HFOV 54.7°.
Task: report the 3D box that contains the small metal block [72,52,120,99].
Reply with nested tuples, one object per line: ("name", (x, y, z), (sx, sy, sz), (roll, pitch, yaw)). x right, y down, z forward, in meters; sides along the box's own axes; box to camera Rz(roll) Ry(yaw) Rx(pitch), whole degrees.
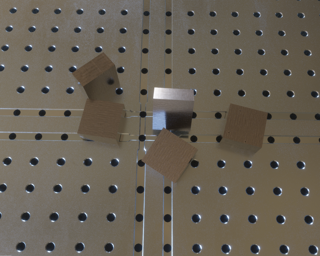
("small metal block", (-0.086, -0.068, 0.422), (0.050, 0.050, 0.025), (-38, 75, -13))

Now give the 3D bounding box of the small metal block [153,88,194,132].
("small metal block", (0.017, -0.024, 0.404), (0.050, 0.050, 0.025), (3, 40, 1))

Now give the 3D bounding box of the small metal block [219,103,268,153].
("small metal block", (0.111, 0.000, 0.413), (0.050, 0.025, 0.050), (15, 71, 5))

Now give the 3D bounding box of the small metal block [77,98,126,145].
("small metal block", (-0.077, -0.008, 0.414), (0.050, 0.025, 0.050), (9, 70, 3))

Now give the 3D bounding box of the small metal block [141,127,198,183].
("small metal block", (0.013, 0.035, 0.393), (0.050, 0.025, 0.050), (33, 88, 11))
